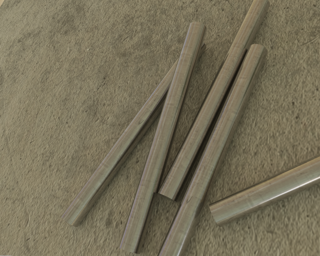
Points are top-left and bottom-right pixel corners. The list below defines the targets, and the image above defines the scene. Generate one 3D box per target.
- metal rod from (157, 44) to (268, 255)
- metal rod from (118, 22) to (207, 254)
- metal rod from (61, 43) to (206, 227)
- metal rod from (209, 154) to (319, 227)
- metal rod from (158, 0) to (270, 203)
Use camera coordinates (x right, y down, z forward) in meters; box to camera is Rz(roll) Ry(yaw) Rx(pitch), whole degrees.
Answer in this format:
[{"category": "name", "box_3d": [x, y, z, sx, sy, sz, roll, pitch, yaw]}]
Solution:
[{"category": "metal rod", "box_3d": [0.062, 0.028, 0.353, 0.025, 0.025, 0.300, 14, 69, 34]}, {"category": "metal rod", "box_3d": [0.009, -0.002, 0.383, 0.025, 0.025, 0.299, 7, 70, 31]}, {"category": "metal rod", "box_3d": [-0.029, -0.002, 0.420, 0.025, 0.025, 0.300, 27, 76, 37]}, {"category": "metal rod", "box_3d": [0.187, 0.022, 0.291, 0.300, 0.025, 0.025, -28, 52, 10]}, {"category": "metal rod", "box_3d": [0.075, -0.048, 0.393, 0.025, 0.025, 0.300, 16, 70, 34]}]
